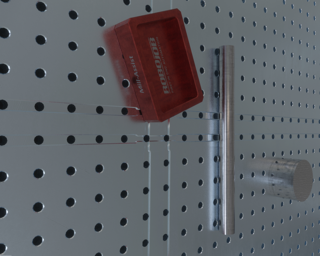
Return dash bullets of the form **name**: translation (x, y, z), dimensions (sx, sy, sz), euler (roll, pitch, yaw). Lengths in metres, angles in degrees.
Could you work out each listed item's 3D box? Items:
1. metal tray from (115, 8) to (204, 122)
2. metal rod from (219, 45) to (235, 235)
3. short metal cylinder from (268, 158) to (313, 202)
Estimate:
- **metal tray**: translation (0.003, -0.082, 0.408), dimensions (0.091, 0.030, 0.129), euler (-28, 108, -37)
- **metal rod**: translation (0.108, 0.019, 0.499), dimensions (0.025, 0.025, 0.298), euler (0, 90, -40)
- **short metal cylinder**: translation (0.257, 0.100, 0.608), dimensions (0.081, 0.050, 0.080), euler (0, 90, -40)
